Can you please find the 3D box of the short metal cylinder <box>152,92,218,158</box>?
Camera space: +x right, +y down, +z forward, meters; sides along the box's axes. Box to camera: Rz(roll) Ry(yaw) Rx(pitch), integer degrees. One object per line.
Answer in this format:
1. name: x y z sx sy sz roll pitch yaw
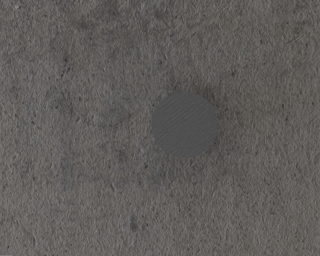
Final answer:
1. short metal cylinder: 0.030 -0.004 0.398 0.080 0.050 0.080 0 90 0
